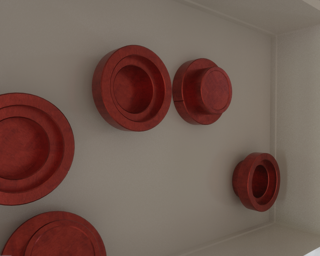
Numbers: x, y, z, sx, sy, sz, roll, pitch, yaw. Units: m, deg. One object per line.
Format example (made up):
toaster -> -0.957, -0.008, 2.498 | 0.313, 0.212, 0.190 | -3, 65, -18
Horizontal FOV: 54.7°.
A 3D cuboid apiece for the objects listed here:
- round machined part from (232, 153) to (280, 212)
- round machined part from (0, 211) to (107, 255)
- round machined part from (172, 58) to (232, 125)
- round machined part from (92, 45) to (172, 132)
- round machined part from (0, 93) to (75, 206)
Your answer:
round machined part -> 0.161, 0.090, 0.531 | 0.099, 0.042, 0.097 | 0, 90, -40
round machined part -> -0.095, 0.125, 0.288 | 0.099, 0.042, 0.098 | 19, 50, -24
round machined part -> 0.068, -0.053, 0.452 | 0.099, 0.042, 0.097 | 0, 90, -40
round machined part -> -0.036, -0.045, 0.365 | 0.099, 0.042, 0.097 | 0, 90, -40
round machined part -> -0.133, 0.018, 0.284 | 0.099, 0.042, 0.097 | 0, 90, -40
